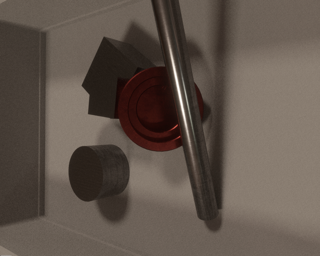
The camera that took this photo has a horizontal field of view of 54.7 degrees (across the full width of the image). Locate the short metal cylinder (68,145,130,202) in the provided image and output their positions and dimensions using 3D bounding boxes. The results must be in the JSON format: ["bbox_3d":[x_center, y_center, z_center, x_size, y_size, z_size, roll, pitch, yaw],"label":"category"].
[{"bbox_3d":[-0.092,0.066,0.464,0.080,0.050,0.079,0,90,39],"label":"short metal cylinder"}]

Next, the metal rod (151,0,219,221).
[{"bbox_3d":[0.024,-0.037,0.313,0.025,0.025,0.298,3,115,39],"label":"metal rod"}]

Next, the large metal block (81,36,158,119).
[{"bbox_3d":[-0.055,-0.068,0.433,0.080,0.050,0.080,46,117,30],"label":"large metal block"}]

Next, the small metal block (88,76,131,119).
[{"bbox_3d":[-0.063,-0.039,0.392,0.050,0.025,0.050,10,97,39],"label":"small metal block"}]

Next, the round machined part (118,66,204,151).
[{"bbox_3d":[-0.001,-0.024,0.372,0.042,0.099,0.097,-134,53,-78],"label":"round machined part"}]
